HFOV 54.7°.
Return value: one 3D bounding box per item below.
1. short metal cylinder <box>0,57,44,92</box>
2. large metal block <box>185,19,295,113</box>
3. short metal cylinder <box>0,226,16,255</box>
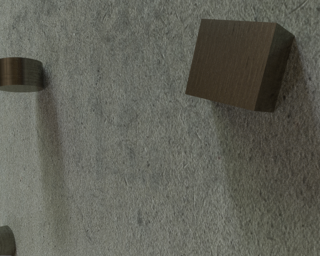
[{"bbox_3d":[-0.265,-0.099,0.588,0.080,0.081,0.050,-6,87,40],"label":"short metal cylinder"},{"bbox_3d":[0.081,-0.065,0.322,0.080,0.050,0.079,19,102,38],"label":"large metal block"},{"bbox_3d":[-0.366,0.264,0.692,0.080,0.050,0.079,0,90,40],"label":"short metal cylinder"}]
